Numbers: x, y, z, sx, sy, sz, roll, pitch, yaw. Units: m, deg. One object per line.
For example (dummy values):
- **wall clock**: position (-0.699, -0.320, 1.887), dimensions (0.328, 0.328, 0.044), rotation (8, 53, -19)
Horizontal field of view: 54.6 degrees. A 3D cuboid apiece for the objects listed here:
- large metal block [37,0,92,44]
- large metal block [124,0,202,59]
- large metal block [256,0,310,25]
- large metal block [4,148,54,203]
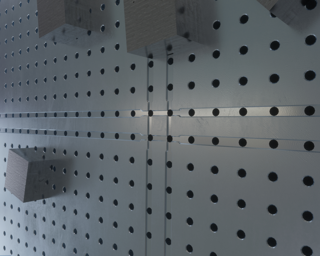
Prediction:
- **large metal block**: position (-0.165, -0.199, 0.531), dimensions (0.080, 0.050, 0.080), rotation (-8, 85, 40)
- **large metal block**: position (0.002, -0.140, 0.393), dimensions (0.080, 0.050, 0.080), rotation (-7, 86, 40)
- **large metal block**: position (0.116, -0.162, 0.297), dimensions (0.080, 0.050, 0.080), rotation (-50, 61, 28)
- **large metal block**: position (-0.258, 0.089, 0.608), dimensions (0.080, 0.050, 0.080), rotation (19, 102, 38)
